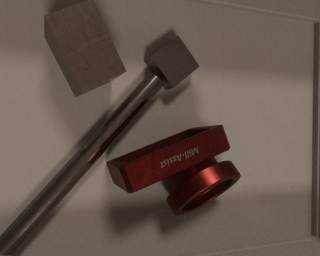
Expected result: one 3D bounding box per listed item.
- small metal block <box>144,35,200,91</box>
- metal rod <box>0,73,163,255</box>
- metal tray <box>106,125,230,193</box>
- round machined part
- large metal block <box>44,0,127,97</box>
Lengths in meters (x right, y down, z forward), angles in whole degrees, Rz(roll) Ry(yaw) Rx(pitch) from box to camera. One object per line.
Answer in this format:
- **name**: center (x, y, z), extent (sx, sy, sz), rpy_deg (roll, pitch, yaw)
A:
- **small metal block**: center (0.016, -0.087, 0.416), extent (0.050, 0.025, 0.050), rpy_deg (-41, 103, -18)
- **metal rod**: center (-0.100, 0.047, 0.374), extent (0.025, 0.025, 0.300), rpy_deg (44, 76, -15)
- **metal tray**: center (0.007, 0.034, 0.378), extent (0.131, 0.090, 0.030), rpy_deg (-21, 94, -19)
- **round machined part**: center (0.051, 0.070, 0.402), extent (0.099, 0.097, 0.042), rpy_deg (-22, 64, -19)
- **large metal block**: center (-0.087, -0.084, 0.349), extent (0.050, 0.080, 0.080), rpy_deg (-28, 100, -18)
